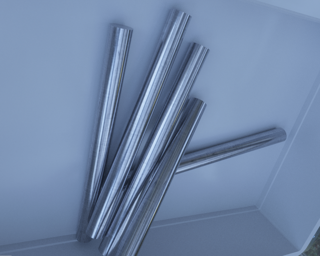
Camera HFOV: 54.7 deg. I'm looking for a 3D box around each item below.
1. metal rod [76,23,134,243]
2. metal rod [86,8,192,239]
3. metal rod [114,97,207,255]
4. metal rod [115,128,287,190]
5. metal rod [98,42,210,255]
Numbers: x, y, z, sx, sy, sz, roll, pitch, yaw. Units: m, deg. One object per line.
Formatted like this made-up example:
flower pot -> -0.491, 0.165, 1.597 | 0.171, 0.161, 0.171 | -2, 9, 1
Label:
metal rod -> -0.074, 0.025, 0.384 | 0.025, 0.025, 0.298 | 0, 119, -29
metal rod -> -0.031, 0.006, 0.379 | 0.025, 0.025, 0.298 | 13, 106, -34
metal rod -> -0.013, 0.095, 0.384 | 0.025, 0.025, 0.300 | 38, 72, -39
metal rod -> 0.071, 0.044, 0.477 | 0.302, 0.025, 0.025 | -14, 124, -21
metal rod -> -0.012, 0.035, 0.400 | 0.025, 0.025, 0.298 | 18, 101, -36
